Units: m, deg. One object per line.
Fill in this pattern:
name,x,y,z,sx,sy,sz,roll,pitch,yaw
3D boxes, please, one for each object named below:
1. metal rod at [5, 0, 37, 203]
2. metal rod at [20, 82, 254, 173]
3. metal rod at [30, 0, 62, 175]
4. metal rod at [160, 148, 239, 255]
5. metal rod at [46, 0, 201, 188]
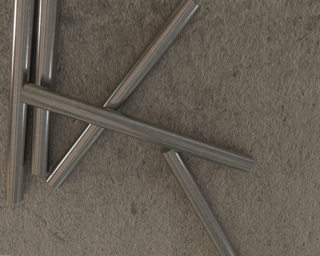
metal rod,-0.178,-0.036,0.393,0.025,0.025,0.298,11,110,-5
metal rod,-0.016,0.004,0.390,0.302,0.025,0.025,18,109,-15
metal rod,-0.139,-0.078,0.378,0.025,0.025,0.298,10,110,-4
metal rod,0.081,0.150,0.466,0.025,0.025,0.299,-26,108,9
metal rod,-0.056,-0.035,0.396,0.025,0.025,0.299,37,106,-13
